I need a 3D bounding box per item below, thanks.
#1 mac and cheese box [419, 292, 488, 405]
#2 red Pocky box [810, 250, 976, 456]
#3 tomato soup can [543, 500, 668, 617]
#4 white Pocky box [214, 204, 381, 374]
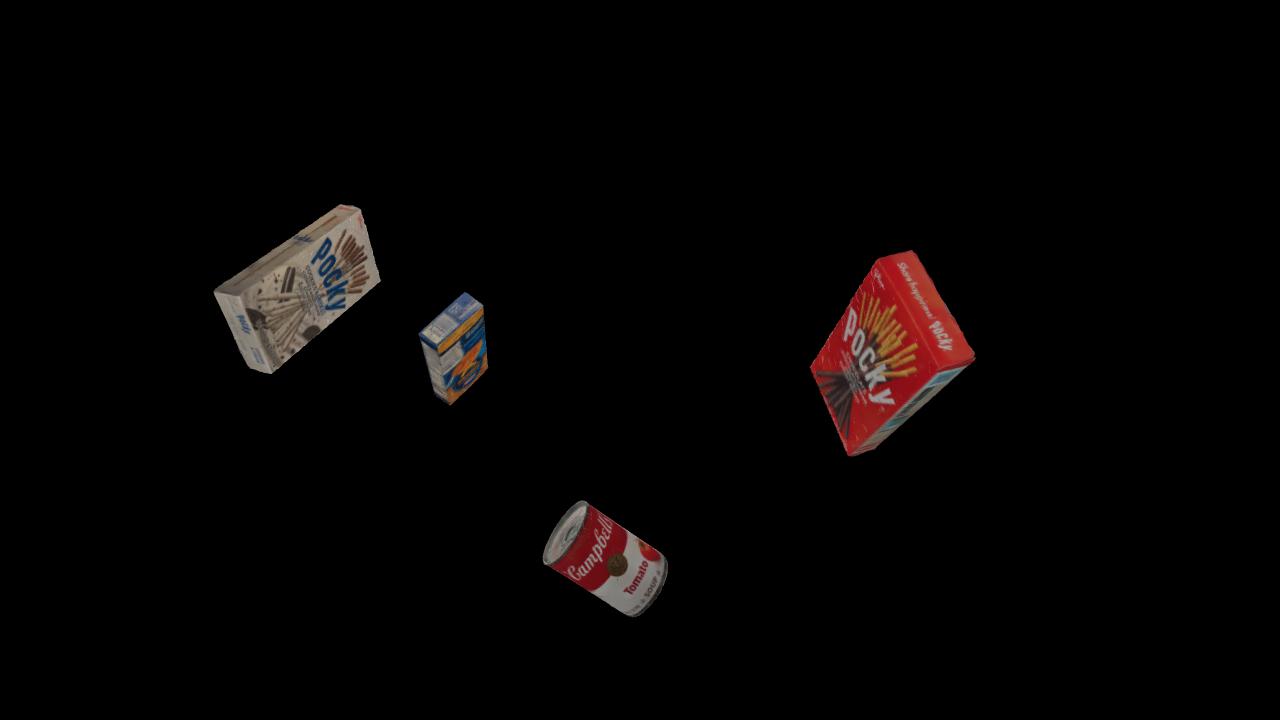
[{"bbox_3d":[-0.271,-0.012,0.910,0.041,0.093,0.184,34,-29,8],"label":"mac and cheese box"},{"bbox_3d":[0.165,0.003,0.430,0.028,0.083,0.155,-12,-27,-8],"label":"red Pocky box"},{"bbox_3d":[-0.032,0.189,0.582,0.101,0.068,0.068,38,-11,-14],"label":"tomato soup can"},{"bbox_3d":[-0.295,-0.067,0.545,0.028,0.084,0.154,13,42,11],"label":"white Pocky box"}]
